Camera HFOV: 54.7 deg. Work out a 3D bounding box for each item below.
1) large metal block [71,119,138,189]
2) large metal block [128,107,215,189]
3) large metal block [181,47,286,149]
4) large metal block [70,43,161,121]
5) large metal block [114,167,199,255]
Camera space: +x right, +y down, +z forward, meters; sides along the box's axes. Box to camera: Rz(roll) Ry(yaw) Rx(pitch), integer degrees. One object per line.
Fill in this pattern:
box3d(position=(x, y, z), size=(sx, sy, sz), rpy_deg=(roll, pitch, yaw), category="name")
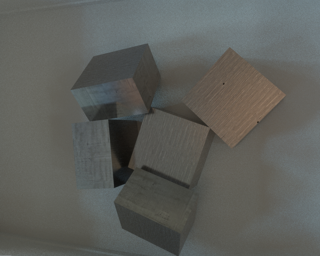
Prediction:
box3d(position=(-0.066, 0.032, 0.402), size=(0.050, 0.080, 0.080), rpy_deg=(-6, 88, 20), category="large metal block")
box3d(position=(0.017, 0.024, 0.390), size=(0.080, 0.050, 0.080), rpy_deg=(20, 97, 18), category="large metal block")
box3d(position=(0.087, -0.033, 0.365), size=(0.080, 0.050, 0.080), rpy_deg=(45, 104, 14), category="large metal block")
box3d(position=(-0.052, -0.057, 0.391), size=(0.080, 0.080, 0.050), rpy_deg=(-8, 129, 20), category="large metal block")
box3d(position=(-0.003, 0.102, 0.373), size=(0.080, 0.080, 0.050), rpy_deg=(21, 55, 17), category="large metal block")
